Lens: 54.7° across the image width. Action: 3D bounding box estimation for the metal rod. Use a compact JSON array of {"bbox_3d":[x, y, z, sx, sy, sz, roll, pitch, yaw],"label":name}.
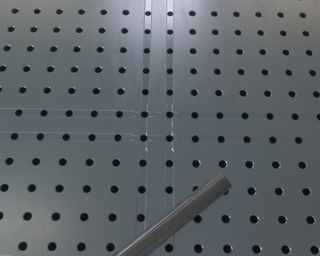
[{"bbox_3d":[-0.038,0.150,0.356,0.301,0.025,0.025,-36,74,-12],"label":"metal rod"}]
